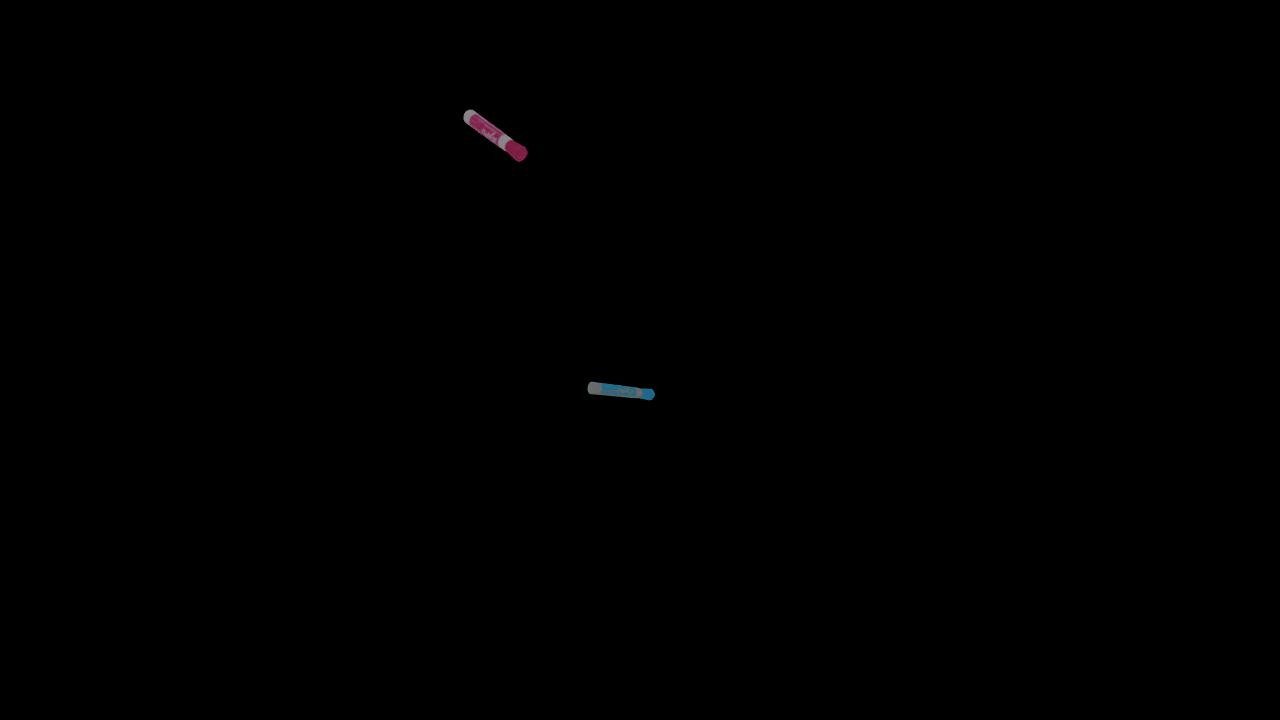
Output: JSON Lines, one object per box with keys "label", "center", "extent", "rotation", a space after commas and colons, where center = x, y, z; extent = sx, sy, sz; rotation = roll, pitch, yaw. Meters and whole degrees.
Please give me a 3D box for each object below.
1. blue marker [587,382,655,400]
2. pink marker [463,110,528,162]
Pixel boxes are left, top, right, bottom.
{"label": "blue marker", "center": [-0.026, 0.049, 0.953], "extent": [0.121, 0.020, 0.020], "rotation": [9, -5, -37]}
{"label": "pink marker", "center": [-0.176, -0.273, 0.749], "extent": [0.121, 0.020, 0.020], "rotation": [41, 23, 29]}
